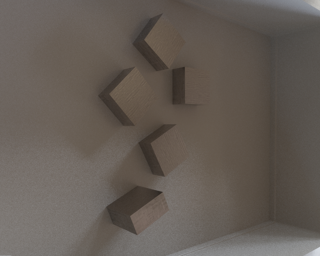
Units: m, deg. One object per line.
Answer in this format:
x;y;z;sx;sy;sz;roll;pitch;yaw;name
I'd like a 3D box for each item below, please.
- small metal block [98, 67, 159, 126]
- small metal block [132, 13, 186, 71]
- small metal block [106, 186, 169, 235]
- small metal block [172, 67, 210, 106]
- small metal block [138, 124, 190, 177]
-0.037;-0.038;0.375;0.050;0.025;0.050;-52;121;-27;small metal block
0.000;-0.112;0.406;0.050;0.025;0.050;45;63;-31;small metal block
-0.027;0.096;0.368;0.050;0.050;0.025;-29;109;-36;small metal block
0.045;-0.058;0.444;0.050;0.025;0.050;-1;91;-40;small metal block
0.006;0.029;0.412;0.050;0.025;0.050;-35;112;-34;small metal block
